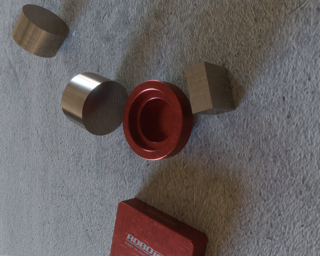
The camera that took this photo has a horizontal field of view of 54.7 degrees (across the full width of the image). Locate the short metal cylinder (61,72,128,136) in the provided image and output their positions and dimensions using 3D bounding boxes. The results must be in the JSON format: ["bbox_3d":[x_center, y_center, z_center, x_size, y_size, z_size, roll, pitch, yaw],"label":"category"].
[{"bbox_3d":[-0.092,-0.035,0.445,0.050,0.081,0.079,26,106,37],"label":"short metal cylinder"}]

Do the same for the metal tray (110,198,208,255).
[{"bbox_3d":[-0.007,0.158,0.408,0.130,0.030,0.089,17,101,38],"label":"metal tray"}]

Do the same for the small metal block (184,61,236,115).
[{"bbox_3d":[0.056,-0.042,0.343,0.025,0.050,0.050,-16,80,39],"label":"small metal block"}]

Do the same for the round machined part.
[{"bbox_3d":[0.002,-0.010,0.393,0.098,0.042,0.097,0,90,40],"label":"round machined part"}]

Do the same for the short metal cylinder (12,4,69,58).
[{"bbox_3d":[-0.208,-0.169,0.541,0.050,0.081,0.080,-48,62,29],"label":"short metal cylinder"}]
